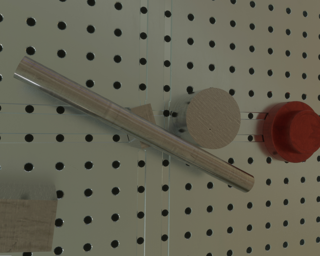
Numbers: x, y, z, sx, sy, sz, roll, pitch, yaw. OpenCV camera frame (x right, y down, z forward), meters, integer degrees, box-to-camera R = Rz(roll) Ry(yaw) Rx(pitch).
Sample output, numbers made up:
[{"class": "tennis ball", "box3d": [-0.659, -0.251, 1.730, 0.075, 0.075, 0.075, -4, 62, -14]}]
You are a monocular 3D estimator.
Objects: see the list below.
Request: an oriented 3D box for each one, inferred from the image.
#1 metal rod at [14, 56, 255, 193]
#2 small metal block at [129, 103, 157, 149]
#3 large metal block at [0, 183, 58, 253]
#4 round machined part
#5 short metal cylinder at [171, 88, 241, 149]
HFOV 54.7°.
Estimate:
[{"class": "metal rod", "box3d": [-0.013, 0.006, 0.355, 0.301, 0.025, 0.025, 28, 81, -18]}, {"class": "small metal block", "box3d": [-0.025, -0.002, 0.391, 0.025, 0.050, 0.050, -17, 96, -19]}, {"class": "large metal block", "box3d": [-0.155, 0.091, 0.327, 0.081, 0.080, 0.050, 7, 88, -20]}, {"class": "round machined part", "box3d": [0.216, 0.006, 0.486, 0.099, 0.042, 0.097, 0, 90, -21]}, {"class": "short metal cylinder", "box3d": [0.062, -0.012, 0.423, 0.081, 0.050, 0.079, 0, 90, -20]}]
